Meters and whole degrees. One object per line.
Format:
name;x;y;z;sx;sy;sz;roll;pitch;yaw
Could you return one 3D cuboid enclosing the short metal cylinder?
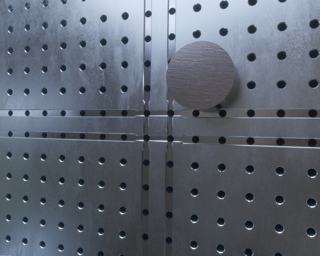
short metal cylinder;0.054;-0.061;0.381;0.080;0.050;0.080;0;90;20
